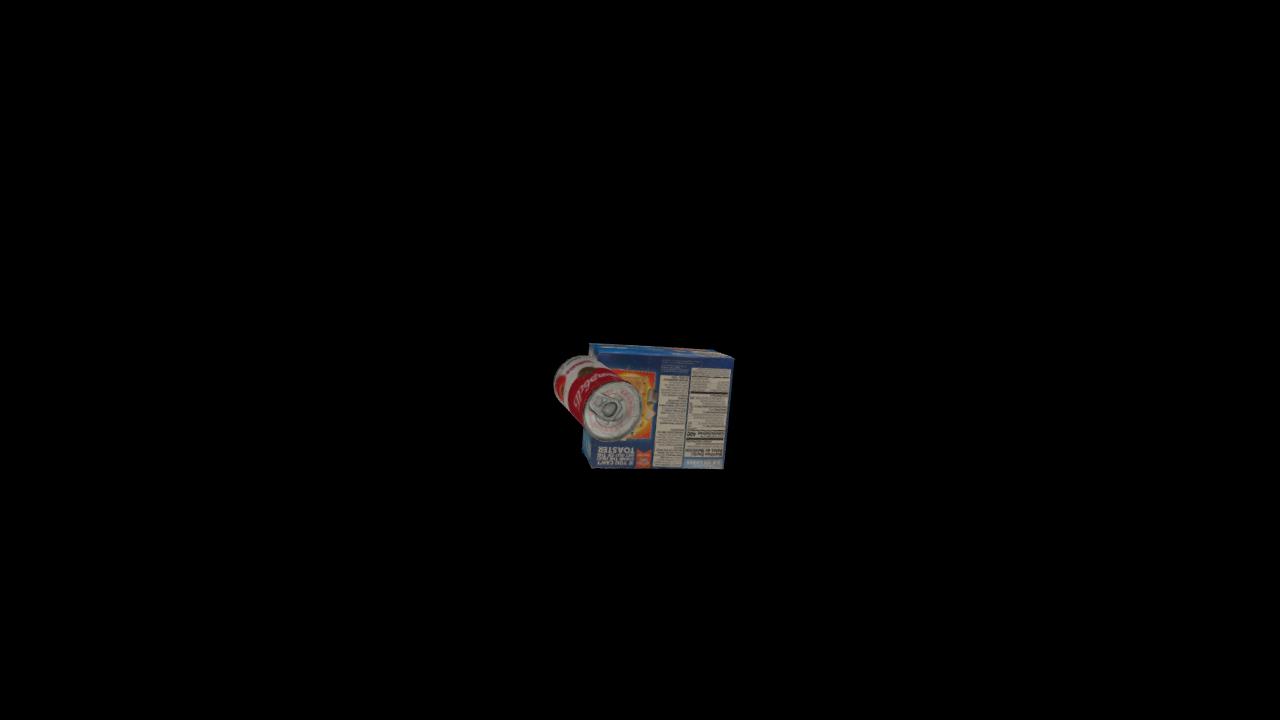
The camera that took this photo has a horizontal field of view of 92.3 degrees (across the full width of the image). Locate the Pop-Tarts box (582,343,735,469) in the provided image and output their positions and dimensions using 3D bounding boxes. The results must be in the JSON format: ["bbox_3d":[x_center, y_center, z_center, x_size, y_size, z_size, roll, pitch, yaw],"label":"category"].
[{"bbox_3d":[0.019,0.056,0.761,0.167,0.141,0.083,2,8,-12],"label":"Pop-Tarts box"}]

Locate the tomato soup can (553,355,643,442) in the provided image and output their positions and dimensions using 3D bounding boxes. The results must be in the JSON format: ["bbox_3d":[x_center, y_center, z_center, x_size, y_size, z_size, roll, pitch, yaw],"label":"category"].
[{"bbox_3d":[-0.048,0.039,0.673,0.068,0.068,0.101,0,17,-27],"label":"tomato soup can"}]
